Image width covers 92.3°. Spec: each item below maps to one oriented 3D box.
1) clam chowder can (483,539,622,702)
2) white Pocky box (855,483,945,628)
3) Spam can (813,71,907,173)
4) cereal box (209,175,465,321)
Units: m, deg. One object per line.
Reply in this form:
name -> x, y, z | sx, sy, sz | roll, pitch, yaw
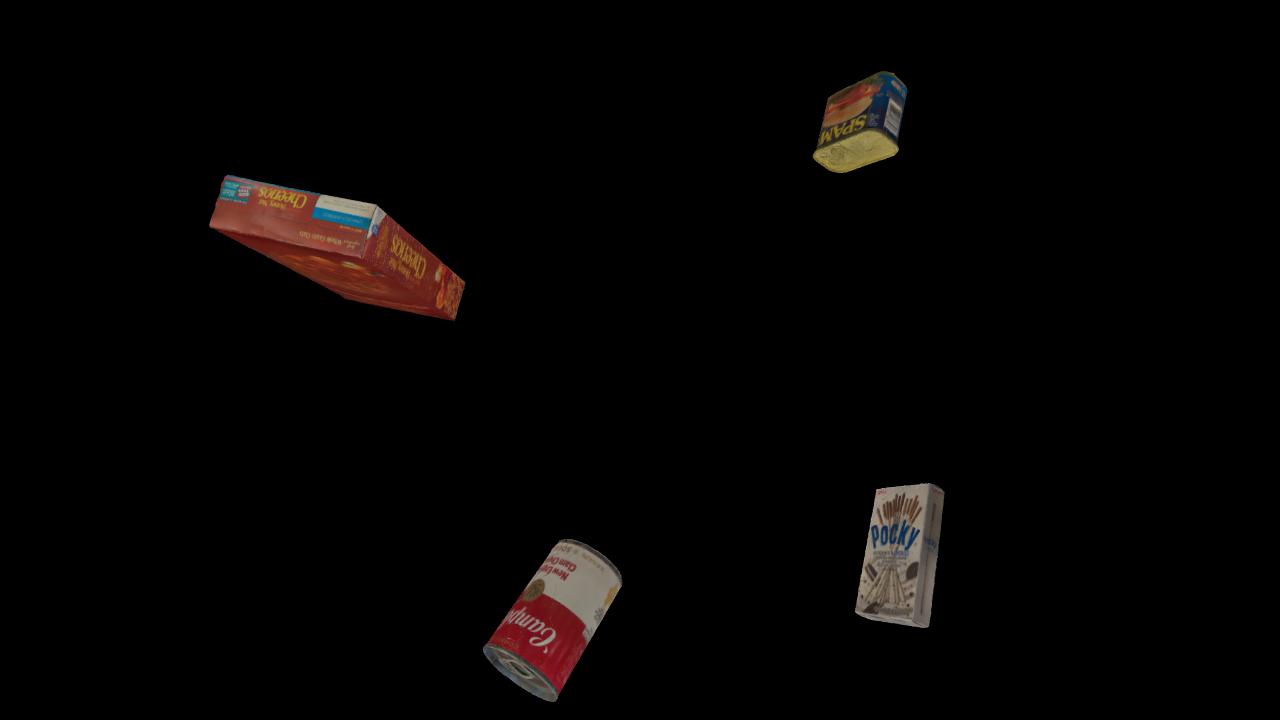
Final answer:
clam chowder can -> -0.066, 0.204, 0.491 | 0.068, 0.068, 0.102 | 0, 38, 37
white Pocky box -> 0.297, 0.219, 0.700 | 0.028, 0.154, 0.084 | 28, -25, -16
Spam can -> 0.272, -0.291, 0.758 | 0.058, 0.085, 0.101 | 22, -13, -31
cereal box -> -0.400, -0.145, 0.872 | 0.203, 0.081, 0.306 | 12, -10, 7
